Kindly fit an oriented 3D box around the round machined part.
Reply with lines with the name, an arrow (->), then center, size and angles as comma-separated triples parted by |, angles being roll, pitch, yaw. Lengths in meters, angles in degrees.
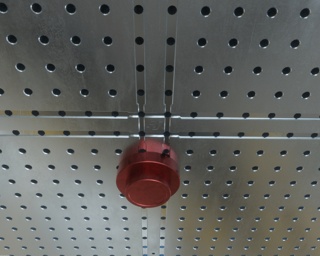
round machined part -> -0.018, 0.085, 0.473 | 0.099, 0.042, 0.097 | -1, 130, 0
